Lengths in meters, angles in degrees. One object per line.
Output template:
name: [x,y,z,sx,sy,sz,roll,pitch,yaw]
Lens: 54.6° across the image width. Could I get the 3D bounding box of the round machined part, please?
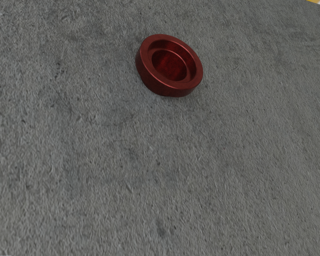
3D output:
round machined part: [0.010,-0.085,0.449,0.099,0.042,0.098,13,56,-21]
